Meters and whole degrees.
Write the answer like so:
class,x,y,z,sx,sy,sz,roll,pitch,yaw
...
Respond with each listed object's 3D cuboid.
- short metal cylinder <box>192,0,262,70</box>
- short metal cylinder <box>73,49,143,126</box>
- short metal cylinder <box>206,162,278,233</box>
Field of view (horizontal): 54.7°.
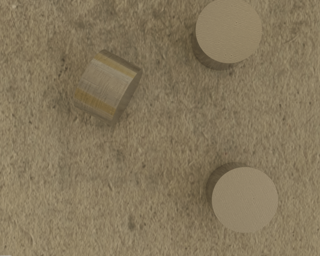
class,x,y,z,sx,sy,sz,roll,pitch,yaw
short metal cylinder,0.083,-0.118,0.399,0.081,0.050,0.079,0,90,-1
short metal cylinder,-0.062,-0.049,0.382,0.050,0.080,0.080,28,90,0
short metal cylinder,0.103,0.087,0.399,0.081,0.050,0.079,0,90,-1
